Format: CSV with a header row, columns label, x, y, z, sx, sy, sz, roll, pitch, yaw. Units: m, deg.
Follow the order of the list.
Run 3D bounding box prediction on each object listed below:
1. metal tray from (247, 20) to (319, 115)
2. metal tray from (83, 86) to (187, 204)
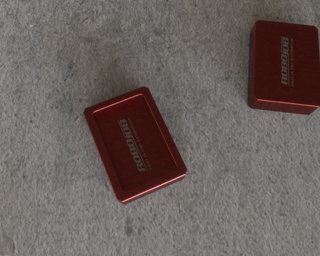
label,x,y,z,sx,sy,sz,roll,pitch,yaw
metal tray,0.175,-0.088,0.440,0.091,0.030,0.130,7,70,2
metal tray,-0.033,0.020,0.397,0.091,0.030,0.130,-22,72,-8
